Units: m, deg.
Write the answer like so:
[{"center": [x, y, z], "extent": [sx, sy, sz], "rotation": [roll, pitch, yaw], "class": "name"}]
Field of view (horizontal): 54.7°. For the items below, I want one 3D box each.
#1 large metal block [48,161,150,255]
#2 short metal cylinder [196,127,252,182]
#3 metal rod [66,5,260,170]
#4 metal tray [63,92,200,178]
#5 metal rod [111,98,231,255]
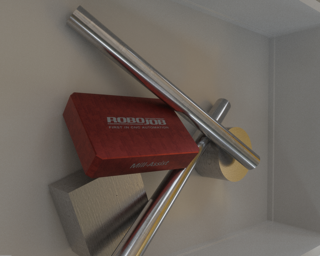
[{"center": [-0.061, 0.084, 0.335], "extent": [0.081, 0.050, 0.080], "rotation": [-25, 106, -38], "class": "large metal block"}, {"center": [0.095, 0.038, 0.469], "extent": [0.081, 0.050, 0.079], "rotation": [0, 90, -40], "class": "short metal cylinder"}, {"center": [0.019, -0.037, 0.384], "extent": [0.301, 0.025, 0.025], "rotation": [37, 67, -21], "class": "metal rod"}, {"center": [-0.029, 0.005, 0.342], "extent": [0.131, 0.030, 0.090], "rotation": [0, 46, -39], "class": "metal tray"}, {"center": [0.030, 0.047, 0.384], "extent": [0.301, 0.025, 0.025], "rotation": [-50, 121, -44], "class": "metal rod"}]
